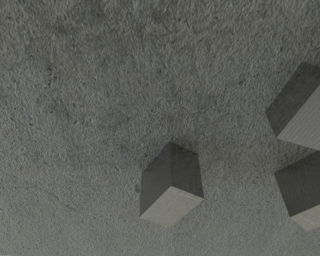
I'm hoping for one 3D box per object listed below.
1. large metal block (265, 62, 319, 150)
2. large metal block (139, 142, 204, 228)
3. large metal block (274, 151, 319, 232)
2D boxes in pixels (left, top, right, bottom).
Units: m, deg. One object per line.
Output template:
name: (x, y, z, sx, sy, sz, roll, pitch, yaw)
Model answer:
large metal block: (0.190, -0.022, 0.374, 0.081, 0.050, 0.079, 15, 129, -13)
large metal block: (0.014, 0.081, 0.440, 0.050, 0.080, 0.080, 25, 126, -20)
large metal block: (0.225, 0.090, 0.450, 0.080, 0.080, 0.050, -36, 122, 26)
